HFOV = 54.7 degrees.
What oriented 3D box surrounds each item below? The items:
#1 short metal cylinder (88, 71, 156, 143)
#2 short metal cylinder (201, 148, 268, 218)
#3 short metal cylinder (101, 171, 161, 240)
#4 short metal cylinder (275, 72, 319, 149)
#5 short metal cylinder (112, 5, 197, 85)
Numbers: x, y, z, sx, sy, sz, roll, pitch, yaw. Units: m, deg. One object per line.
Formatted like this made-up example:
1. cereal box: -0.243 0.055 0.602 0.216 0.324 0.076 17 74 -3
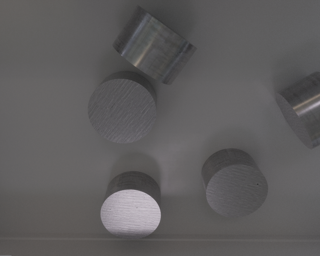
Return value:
1. short metal cylinder: -0.044 -0.027 0.387 0.081 0.050 0.079 0 110 0
2. short metal cylinder: 0.100 0.075 0.426 0.081 0.050 0.079 0 110 0
3. short metal cylinder: -0.039 0.108 0.437 0.081 0.050 0.079 0 110 0
4. short metal cylinder: 0.185 -0.021 0.376 0.050 0.080 0.080 -30 108 10
5. short metal cylinder: -0.006 -0.092 0.348 0.080 0.080 0.050 33 107 -12
